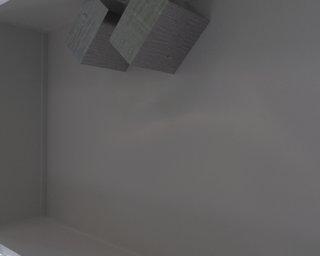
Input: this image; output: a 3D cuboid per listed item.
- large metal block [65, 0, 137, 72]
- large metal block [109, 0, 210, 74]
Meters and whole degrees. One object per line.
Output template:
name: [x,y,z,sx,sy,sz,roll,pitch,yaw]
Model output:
large metal block: [-0.071,-0.130,0.430,0.050,0.081,0.080,52,120,27]
large metal block: [0.000,-0.116,0.371,0.050,0.081,0.080,51,120,28]
